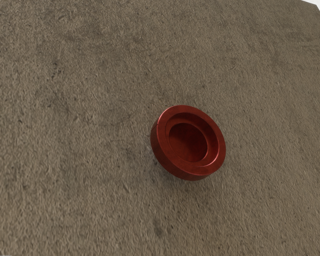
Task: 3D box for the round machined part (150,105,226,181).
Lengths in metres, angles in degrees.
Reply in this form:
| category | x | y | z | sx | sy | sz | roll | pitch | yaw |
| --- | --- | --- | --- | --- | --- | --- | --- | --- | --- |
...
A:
| category | x | y | z | sx | sy | sz | roll | pitch | yaw |
| --- | --- | --- | --- | --- | --- | --- | --- | --- | --- |
| round machined part | 0.032 | 0.022 | 0.400 | 0.099 | 0.042 | 0.098 | 14 | 56 | -21 |
